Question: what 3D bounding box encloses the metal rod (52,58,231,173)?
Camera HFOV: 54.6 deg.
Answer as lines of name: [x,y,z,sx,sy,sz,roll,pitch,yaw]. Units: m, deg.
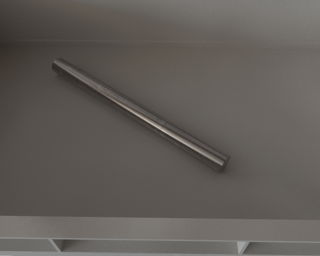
metal rod: [-0.041,-0.028,0.428,0.300,0.025,0.025,31,57,23]
